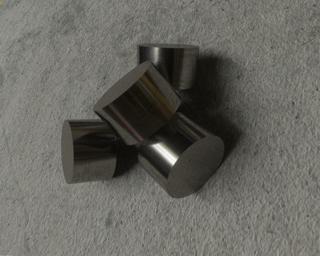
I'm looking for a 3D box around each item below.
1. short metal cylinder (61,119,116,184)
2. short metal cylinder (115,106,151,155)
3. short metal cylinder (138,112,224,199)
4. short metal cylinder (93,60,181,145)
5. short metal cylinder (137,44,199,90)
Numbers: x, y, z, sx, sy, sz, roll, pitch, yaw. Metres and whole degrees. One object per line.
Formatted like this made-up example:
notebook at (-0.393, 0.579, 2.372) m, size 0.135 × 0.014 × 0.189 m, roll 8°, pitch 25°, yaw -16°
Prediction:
short metal cylinder at (-0.093, 0.029, 0.394) m, size 0.080 × 0.050 × 0.079 m, roll 7°, pitch 97°, yaw 62°
short metal cylinder at (-0.018, -0.007, 0.403) m, size 0.080 × 0.050 × 0.080 m, roll -13°, pitch 56°, yaw 20°
short metal cylinder at (0.023, 0.030, 0.339) m, size 0.080 × 0.080 × 0.050 m, roll -47°, pitch 51°, yaw -4°
short metal cylinder at (-0.025, -0.027, 0.333) m, size 0.080 × 0.050 × 0.080 m, roll -35°, pitch 21°, yaw 16°
short metal cylinder at (0.010, -0.083, 0.408) m, size 0.080 × 0.081 × 0.050 m, roll 15°, pitch 113°, yaw 34°
